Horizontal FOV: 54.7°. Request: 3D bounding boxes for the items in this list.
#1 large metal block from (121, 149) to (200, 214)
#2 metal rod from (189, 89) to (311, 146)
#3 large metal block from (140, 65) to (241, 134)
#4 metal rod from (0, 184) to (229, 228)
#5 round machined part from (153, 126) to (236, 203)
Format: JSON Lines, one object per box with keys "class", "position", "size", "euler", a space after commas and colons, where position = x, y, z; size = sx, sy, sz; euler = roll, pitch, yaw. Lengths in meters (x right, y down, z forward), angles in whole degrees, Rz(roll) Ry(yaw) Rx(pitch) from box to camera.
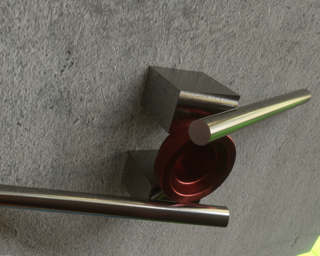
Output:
{"class": "large metal block", "position": [0.003, 0.071, 0.420], "size": [0.081, 0.080, 0.050], "euler": [1, 118, -29]}
{"class": "metal rod", "position": [0.137, -0.024, 0.401], "size": [0.302, 0.025, 0.025], "euler": [-16, 128, -47]}
{"class": "large metal block", "position": [0.033, -0.034, 0.371], "size": [0.081, 0.080, 0.050], "euler": [1, 118, -29]}
{"class": "metal rod", "position": [-0.070, 0.088, 0.354], "size": [0.302, 0.025, 0.025], "euler": [7, 117, -7]}
{"class": "round machined part", "position": [0.037, 0.037, 0.365], "size": [0.099, 0.042, 0.097], "euler": [-14, 125, -21]}
